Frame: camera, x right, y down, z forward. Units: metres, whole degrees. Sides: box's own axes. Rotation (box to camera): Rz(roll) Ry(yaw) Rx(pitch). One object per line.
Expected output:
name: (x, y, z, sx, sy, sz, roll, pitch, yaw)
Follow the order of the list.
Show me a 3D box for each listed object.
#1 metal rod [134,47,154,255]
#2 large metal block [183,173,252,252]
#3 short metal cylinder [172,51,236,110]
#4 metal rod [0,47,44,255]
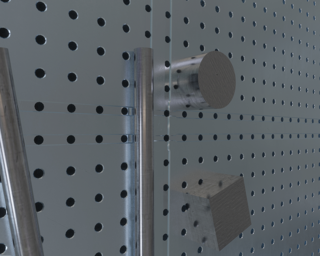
metal rod: (-0.020, 0.050, 0.392, 0.025, 0.025, 0.298, -1, 90, -40)
large metal block: (0.088, 0.122, 0.467, 0.081, 0.050, 0.079, -21, 103, -38)
short metal cylinder: (0.064, -0.067, 0.446, 0.081, 0.050, 0.079, 0, 90, -40)
metal rod: (-0.133, 0.076, 0.297, 0.025, 0.025, 0.298, -12, 98, -39)
